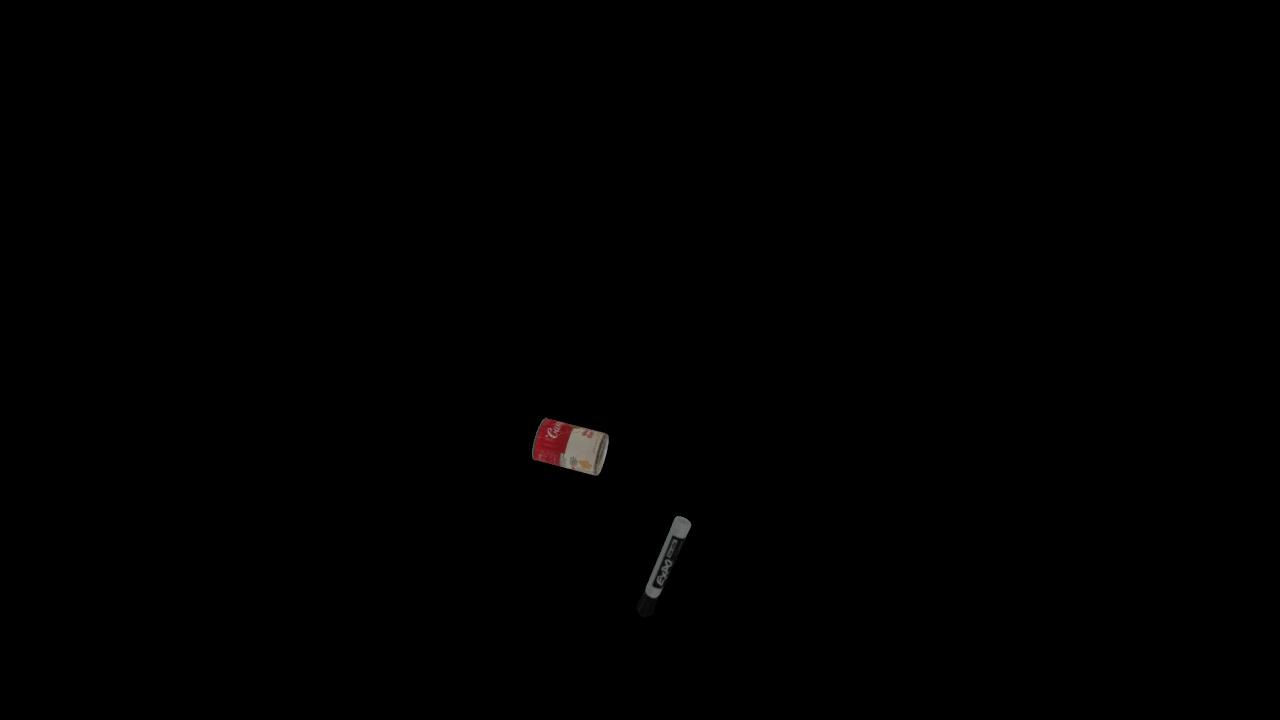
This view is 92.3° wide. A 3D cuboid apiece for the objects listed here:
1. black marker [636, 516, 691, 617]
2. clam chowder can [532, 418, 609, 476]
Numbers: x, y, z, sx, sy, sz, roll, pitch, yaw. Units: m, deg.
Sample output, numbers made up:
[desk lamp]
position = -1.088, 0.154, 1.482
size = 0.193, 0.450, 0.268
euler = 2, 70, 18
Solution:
[black marker]
position = 0.024, 0.221, 0.652
size = 0.020, 0.121, 0.020
euler = 20, 15, -5
[clam chowder can]
position = -0.105, 0.133, 0.938
size = 0.102, 0.068, 0.068
euler = 14, 2, 7
